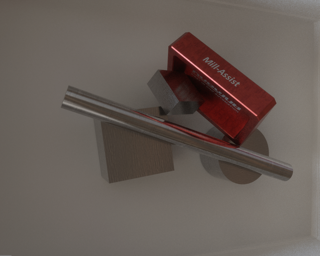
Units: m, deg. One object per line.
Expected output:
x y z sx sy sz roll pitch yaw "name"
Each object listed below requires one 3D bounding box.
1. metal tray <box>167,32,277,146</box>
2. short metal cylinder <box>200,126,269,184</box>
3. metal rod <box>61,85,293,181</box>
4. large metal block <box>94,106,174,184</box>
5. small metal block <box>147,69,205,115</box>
0.065 -0.044 0.373 0.130 0.090 0.030 43 74 15 "metal tray"
0.104 0.035 0.436 0.081 0.050 0.079 0 90 -21 "short metal cylinder"
0.036 0.014 0.369 0.302 0.025 0.025 19 84 -20 "metal rod"
-0.034 0.018 0.385 0.081 0.050 0.079 -8 93 -20 "large metal block"
0.020 -0.044 0.382 0.050 0.025 0.050 -5 56 -47 "small metal block"
